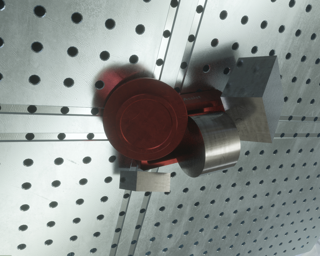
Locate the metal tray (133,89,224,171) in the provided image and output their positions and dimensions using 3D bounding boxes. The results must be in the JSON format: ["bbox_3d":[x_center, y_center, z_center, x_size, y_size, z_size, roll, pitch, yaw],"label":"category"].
[{"bbox_3d":[0.030,0.001,0.422,0.131,0.030,0.089,-11,123,-23],"label":"metal tray"}]

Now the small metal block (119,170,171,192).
[{"bbox_3d":[-0.021,0.072,0.421,0.050,0.050,0.025,8,80,-31],"label":"small metal block"}]

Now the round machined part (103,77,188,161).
[{"bbox_3d":[-0.016,-0.008,0.357,0.099,0.042,0.097,-1,103,-5],"label":"round machined part"}]

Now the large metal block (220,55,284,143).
[{"bbox_3d":[0.126,-0.038,0.410,0.080,0.050,0.080,-60,139,-33],"label":"large metal block"}]

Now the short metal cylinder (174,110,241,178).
[{"bbox_3d":[0.057,0.019,0.398,0.050,0.080,0.079,-9,123,-25],"label":"short metal cylinder"}]
